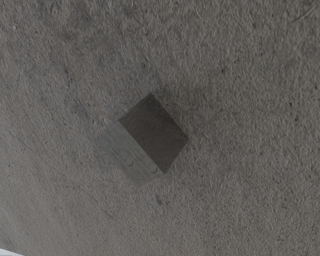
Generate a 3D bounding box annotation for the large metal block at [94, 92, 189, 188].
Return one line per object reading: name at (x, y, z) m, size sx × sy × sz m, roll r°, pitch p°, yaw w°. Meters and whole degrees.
large metal block at (-0.020, 0.014, 0.391) m, size 0.050 × 0.080 × 0.080 m, roll -34°, pitch 99°, yaw 38°
